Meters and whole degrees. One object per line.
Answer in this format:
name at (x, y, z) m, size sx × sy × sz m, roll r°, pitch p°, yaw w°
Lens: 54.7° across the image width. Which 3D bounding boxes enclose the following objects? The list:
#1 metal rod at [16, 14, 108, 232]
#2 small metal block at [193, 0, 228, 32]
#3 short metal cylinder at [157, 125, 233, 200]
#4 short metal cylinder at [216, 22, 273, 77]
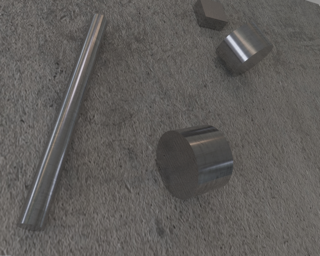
metal rod at (-0.103, -0.032, 0.367) m, size 0.025 × 0.025 × 0.300 m, roll 19°, pitch 54°, yaw -17°
small metal block at (0.095, -0.215, 0.586) m, size 0.050 × 0.025 × 0.050 m, roll 3°, pitch 60°, yaw -27°
short metal cylinder at (0.039, 0.039, 0.366) m, size 0.050 × 0.080 × 0.080 m, roll -10°, pitch 67°, yaw -32°
short metal cylinder at (0.142, -0.132, 0.526) m, size 0.081 × 0.080 × 0.050 m, roll -25°, pitch 76°, yaw -37°
